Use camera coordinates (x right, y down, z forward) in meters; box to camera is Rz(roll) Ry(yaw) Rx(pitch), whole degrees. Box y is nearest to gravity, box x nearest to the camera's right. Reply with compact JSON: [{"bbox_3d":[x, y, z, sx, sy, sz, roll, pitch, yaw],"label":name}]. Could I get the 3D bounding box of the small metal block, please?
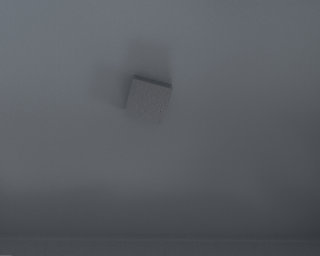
[{"bbox_3d":[-0.015,-0.036,0.398,0.050,0.025,0.050,15,109,-6],"label":"small metal block"}]
